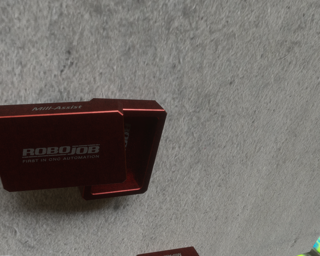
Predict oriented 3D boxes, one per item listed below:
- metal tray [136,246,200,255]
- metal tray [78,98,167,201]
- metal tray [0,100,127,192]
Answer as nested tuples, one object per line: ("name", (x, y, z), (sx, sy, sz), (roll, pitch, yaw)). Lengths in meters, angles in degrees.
("metal tray", (0.005, 0.271, 0.577), (0.131, 0.030, 0.089), (6, 116, -31))
("metal tray", (-0.050, 0.028, 0.394), (0.091, 0.030, 0.129), (-1, 119, -29))
("metal tray", (-0.103, 0.019, 0.332), (0.131, 0.030, 0.089), (-3, 118, -7))
